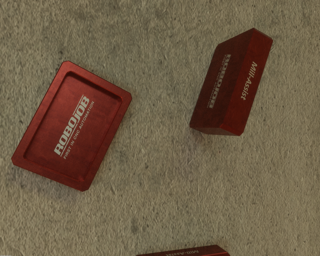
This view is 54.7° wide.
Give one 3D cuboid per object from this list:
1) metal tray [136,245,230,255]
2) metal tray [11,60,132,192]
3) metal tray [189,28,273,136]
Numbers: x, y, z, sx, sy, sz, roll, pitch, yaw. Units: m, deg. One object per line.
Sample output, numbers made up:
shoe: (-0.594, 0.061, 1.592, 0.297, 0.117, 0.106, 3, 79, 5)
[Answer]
metal tray: (0.030, 0.214, 0.417, 0.131, 0.030, 0.089, 1, 90, -20)
metal tray: (-0.102, -0.002, 0.368, 0.090, 0.030, 0.130, 27, 81, -18)
metal tray: (0.090, -0.056, 0.407, 0.030, 0.090, 0.130, 22, 83, -19)
